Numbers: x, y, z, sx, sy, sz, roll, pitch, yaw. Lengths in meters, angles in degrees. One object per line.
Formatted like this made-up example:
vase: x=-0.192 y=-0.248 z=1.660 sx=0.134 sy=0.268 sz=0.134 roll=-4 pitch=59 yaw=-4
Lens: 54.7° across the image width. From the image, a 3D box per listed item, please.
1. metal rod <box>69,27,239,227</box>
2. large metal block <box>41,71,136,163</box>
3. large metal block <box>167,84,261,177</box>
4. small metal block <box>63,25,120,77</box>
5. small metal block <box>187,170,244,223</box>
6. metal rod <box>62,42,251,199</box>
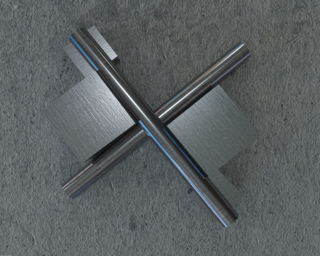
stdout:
metal rod: x=-0.007 y=-0.001 z=0.385 sx=0.025 sy=0.025 sz=0.300 roll=-39 pitch=90 yaw=0
large metal block: x=-0.086 y=-0.013 z=0.396 sx=0.080 sy=0.050 sz=0.080 roll=-37 pitch=90 yaw=0
large metal block: x=0.065 y=0.003 z=0.399 sx=0.080 sy=0.050 sz=0.080 roll=-39 pitch=90 yaw=0
small metal block: x=-0.090 y=-0.098 z=0.411 sx=0.050 sy=0.025 sz=0.050 roll=-37 pitch=90 yaw=0
small metal block: x=0.073 y=0.087 z=0.412 sx=0.050 sy=0.025 sz=0.050 roll=-43 pitch=90 yaw=0
metal rod: x=-0.004 y=-0.010 z=0.412 sx=0.300 sy=0.025 sz=0.025 roll=-39 pitch=90 yaw=0
